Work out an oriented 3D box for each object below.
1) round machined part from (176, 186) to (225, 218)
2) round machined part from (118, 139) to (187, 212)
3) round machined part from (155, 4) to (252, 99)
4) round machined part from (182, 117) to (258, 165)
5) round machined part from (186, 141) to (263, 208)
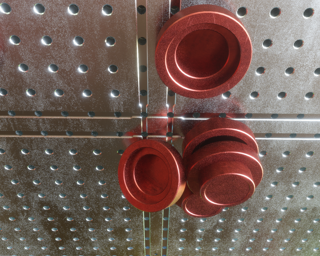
[{"bbox_3d":[0.067,0.106,0.491,0.099,0.042,0.097,0,130,0],"label":"round machined part"},{"bbox_3d":[-0.007,0.063,0.431,0.098,0.098,0.042,-35,163,26],"label":"round machined part"},{"bbox_3d":[0.044,-0.083,0.330,0.099,0.042,0.097,0,130,0],"label":"round machined part"},{"bbox_3d":[0.079,0.024,0.421,0.099,0.042,0.097,0,130,0],"label":"round machined part"},{"bbox_3d":[0.084,0.066,0.402,0.099,0.042,0.097,0,131,0],"label":"round machined part"}]
